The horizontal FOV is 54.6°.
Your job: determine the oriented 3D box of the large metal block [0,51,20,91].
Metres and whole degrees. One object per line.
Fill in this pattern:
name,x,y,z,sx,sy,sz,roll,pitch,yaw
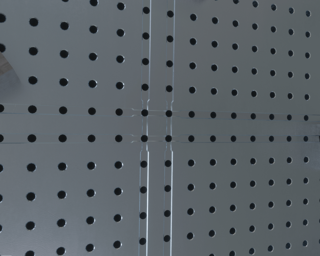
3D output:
large metal block,-0.192,-0.074,0.312,0.050,0.080,0.080,-37,102,-16
